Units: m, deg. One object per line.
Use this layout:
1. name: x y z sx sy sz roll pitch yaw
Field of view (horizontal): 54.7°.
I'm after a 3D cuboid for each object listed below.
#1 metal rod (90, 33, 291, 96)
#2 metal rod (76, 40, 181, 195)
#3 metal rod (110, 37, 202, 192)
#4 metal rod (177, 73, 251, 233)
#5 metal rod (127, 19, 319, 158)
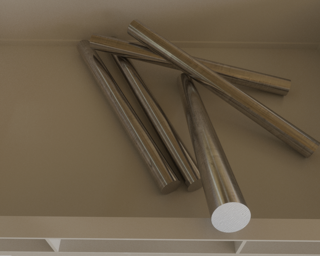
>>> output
1. metal rod: 0.043 -0.097 0.466 0.302 0.025 0.025 14 51 3
2. metal rod: -0.057 -0.035 0.433 0.025 0.025 0.300 -22 54 -18
3. metal rod: -0.020 -0.040 0.438 0.025 0.025 0.300 -19 53 -16
4. metal rod: 0.041 -0.007 0.332 0.025 0.025 0.300 -1 25 -1
5. metal rod: 0.076 -0.061 0.422 0.300 0.025 0.025 38 59 14
